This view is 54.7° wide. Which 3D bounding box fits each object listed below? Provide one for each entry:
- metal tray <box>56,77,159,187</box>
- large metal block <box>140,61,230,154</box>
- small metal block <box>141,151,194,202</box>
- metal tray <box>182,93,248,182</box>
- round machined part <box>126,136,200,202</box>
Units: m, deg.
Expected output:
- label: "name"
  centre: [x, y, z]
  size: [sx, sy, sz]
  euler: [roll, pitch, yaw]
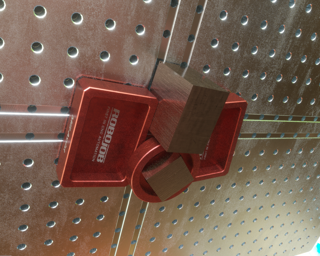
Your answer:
- label: "metal tray"
  centre: [-0.065, 0.011, 0.374]
  size: [0.091, 0.030, 0.129]
  euler: [6, 115, -31]
- label: "large metal block"
  centre: [0.025, -0.025, 0.369]
  size: [0.050, 0.080, 0.079]
  euler: [6, 115, -31]
- label: "small metal block"
  centre: [0.009, 0.058, 0.393]
  size: [0.050, 0.025, 0.050]
  euler: [-34, 129, -6]
- label: "metal tray"
  centre: [0.068, 0.016, 0.450]
  size: [0.091, 0.030, 0.129]
  euler: [-6, 121, -25]
- label: "round machined part"
  centre: [0.001, 0.048, 0.414]
  size: [0.099, 0.042, 0.097]
  euler: [-14, 124, -21]
